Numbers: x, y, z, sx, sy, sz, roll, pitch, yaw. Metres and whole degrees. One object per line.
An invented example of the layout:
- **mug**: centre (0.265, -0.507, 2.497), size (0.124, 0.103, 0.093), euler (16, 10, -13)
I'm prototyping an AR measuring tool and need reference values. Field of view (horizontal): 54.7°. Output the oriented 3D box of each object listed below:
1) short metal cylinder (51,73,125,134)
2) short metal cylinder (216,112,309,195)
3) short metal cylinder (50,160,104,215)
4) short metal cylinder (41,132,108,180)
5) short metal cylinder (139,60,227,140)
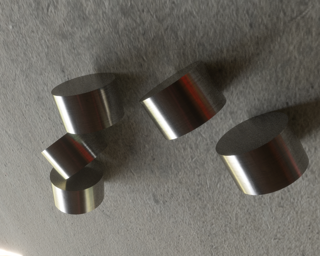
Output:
- **short metal cylinder**: centre (-0.090, -0.033, 0.396), size (0.080, 0.080, 0.050), euler (2, 119, 27)
- **short metal cylinder**: centre (0.107, 0.026, 0.330), size (0.080, 0.080, 0.050), euler (-22, 107, 36)
- **short metal cylinder**: centre (-0.130, 0.090, 0.493), size (0.080, 0.080, 0.050), euler (17, 125, 18)
- **short metal cylinder**: centre (-0.124, 0.030, 0.453), size (0.080, 0.080, 0.050), euler (-30, 102, 37)
- **short metal cylinder**: centre (0.024, -0.031, 0.338), size (0.080, 0.080, 0.050), euler (-26, 105, 36)
